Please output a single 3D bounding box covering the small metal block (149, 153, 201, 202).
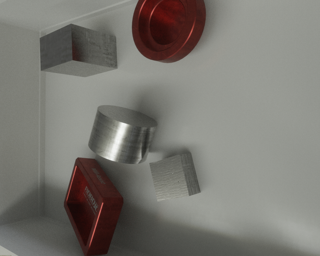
[{"bbox_3d":[0.018,0.062,0.390,0.050,0.025,0.050,-21,77,38],"label":"small metal block"}]

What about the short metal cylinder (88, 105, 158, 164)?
[{"bbox_3d":[-0.049,0.007,0.409,0.080,0.081,0.050,29,108,36],"label":"short metal cylinder"}]

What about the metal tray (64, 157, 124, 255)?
[{"bbox_3d":[-0.103,0.110,0.458,0.130,0.030,0.089,36,111,54],"label":"metal tray"}]

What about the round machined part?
[{"bbox_3d":[0.015,-0.129,0.382,0.098,0.042,0.097,0,90,39],"label":"round machined part"}]

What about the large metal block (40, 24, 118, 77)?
[{"bbox_3d":[-0.123,-0.113,0.470,0.080,0.081,0.050,-4,87,39],"label":"large metal block"}]
